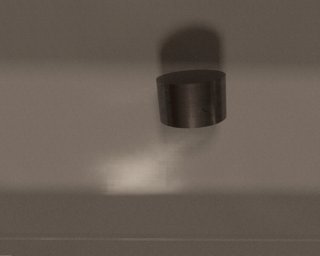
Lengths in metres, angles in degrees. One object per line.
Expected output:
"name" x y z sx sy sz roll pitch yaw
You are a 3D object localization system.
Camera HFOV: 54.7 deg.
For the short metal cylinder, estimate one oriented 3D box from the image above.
"short metal cylinder" 0.038 -0.037 0.369 0.080 0.080 0.050 -5 110 1
